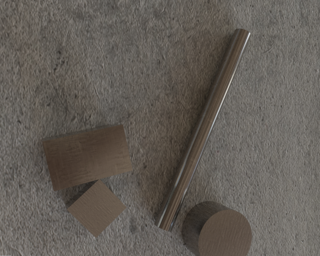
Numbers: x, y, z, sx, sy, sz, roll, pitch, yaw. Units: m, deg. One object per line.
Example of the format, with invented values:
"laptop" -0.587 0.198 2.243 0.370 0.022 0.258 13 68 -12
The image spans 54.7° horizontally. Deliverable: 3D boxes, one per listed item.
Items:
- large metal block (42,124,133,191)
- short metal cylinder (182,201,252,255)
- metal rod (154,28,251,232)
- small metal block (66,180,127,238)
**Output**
"large metal block" -0.085 0.029 0.349 0.081 0.080 0.050 -13 95 -20
"short metal cylinder" 0.077 0.146 0.426 0.081 0.050 0.079 0 90 -21
"metal rod" 0.063 -0.003 0.433 0.025 0.025 0.299 26 81 -19
"small metal block" -0.079 0.096 0.381 0.050 0.025 0.050 -44 104 -15
